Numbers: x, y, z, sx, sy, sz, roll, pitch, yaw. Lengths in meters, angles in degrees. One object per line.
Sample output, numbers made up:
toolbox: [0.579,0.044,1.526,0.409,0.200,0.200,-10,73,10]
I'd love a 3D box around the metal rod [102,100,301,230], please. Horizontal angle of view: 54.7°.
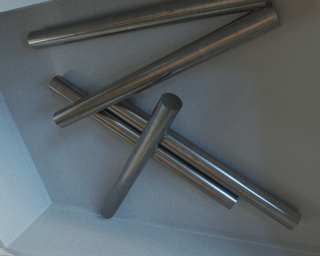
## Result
metal rod: [0.045,0.036,0.405,0.301,0.025,0.025,33,129,5]

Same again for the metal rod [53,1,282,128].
metal rod: [-0.015,-0.059,0.358,0.300,0.025,0.025,-21,108,29]

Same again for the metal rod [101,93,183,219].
metal rod: [-0.040,0.060,0.438,0.025,0.025,0.298,35,137,4]

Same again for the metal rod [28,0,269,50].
metal rod: [-0.036,-0.121,0.351,0.300,0.025,0.025,-1,118,28]

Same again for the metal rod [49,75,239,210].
metal rod: [-0.026,0.017,0.430,0.301,0.025,0.025,33,129,5]
